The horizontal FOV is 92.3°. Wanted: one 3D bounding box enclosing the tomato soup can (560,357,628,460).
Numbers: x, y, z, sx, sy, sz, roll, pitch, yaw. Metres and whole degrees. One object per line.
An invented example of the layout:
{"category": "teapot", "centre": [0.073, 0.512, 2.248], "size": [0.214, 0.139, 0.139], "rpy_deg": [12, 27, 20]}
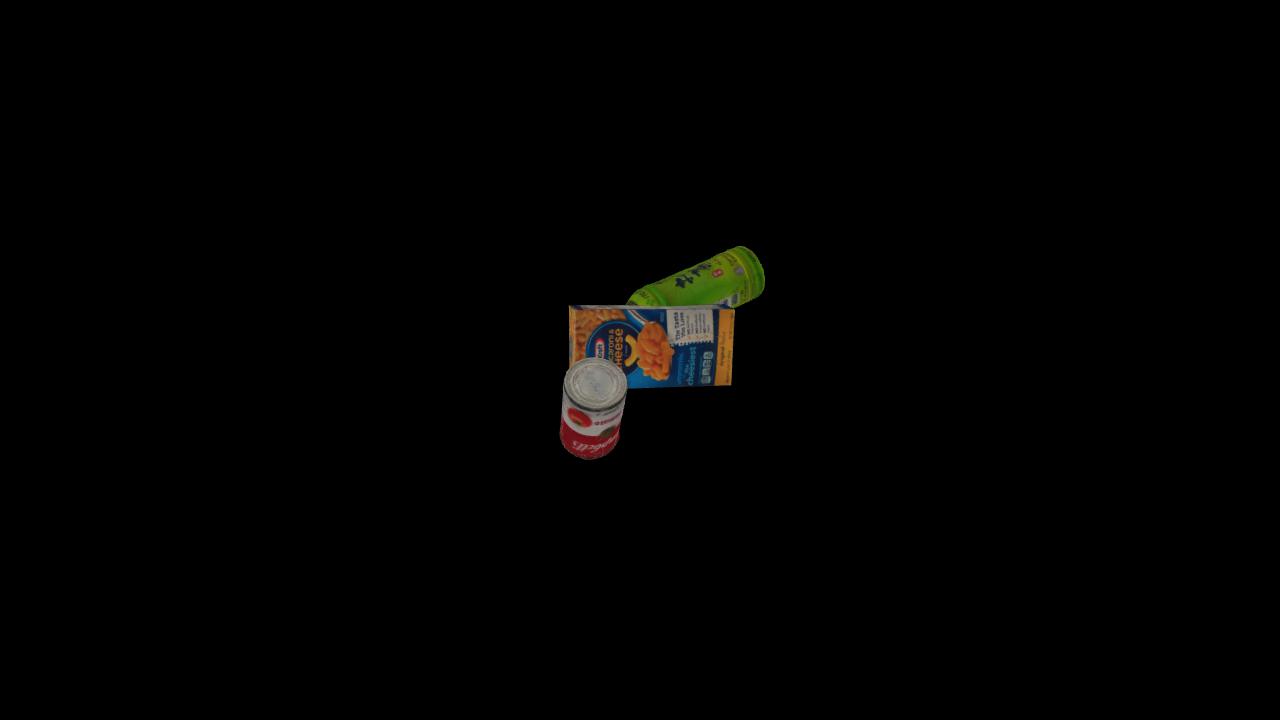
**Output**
{"category": "tomato soup can", "centre": [-0.051, 0.052, 0.660], "size": [0.068, 0.068, 0.101], "rpy_deg": [0, -39, -10]}

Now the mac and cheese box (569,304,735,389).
{"category": "mac and cheese box", "centre": [0.014, -0.016, 0.694], "size": [0.184, 0.093, 0.041], "rpy_deg": [-2, 15, -13]}

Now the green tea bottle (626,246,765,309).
{"category": "green tea bottle", "centre": [0.050, -0.070, 0.734], "size": [0.212, 0.073, 0.073], "rpy_deg": [-27, 11, -23]}
